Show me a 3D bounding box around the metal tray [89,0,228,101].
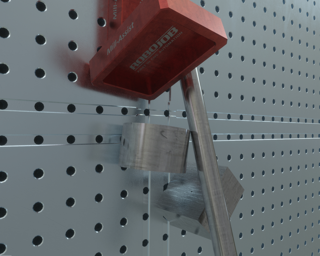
[{"bbox_3d":[-0.006,-0.081,0.335,0.091,0.130,0.030,12,57,-40],"label":"metal tray"}]

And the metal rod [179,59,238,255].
[{"bbox_3d":[0.058,0.055,0.365,0.025,0.025,0.299,1,73,-40],"label":"metal rod"}]

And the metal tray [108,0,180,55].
[{"bbox_3d":[-0.017,-0.148,0.390,0.091,0.030,0.129,2,89,-40],"label":"metal tray"}]

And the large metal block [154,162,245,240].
[{"bbox_3d":[0.053,0.095,0.418,0.050,0.080,0.080,52,60,-28],"label":"large metal block"}]

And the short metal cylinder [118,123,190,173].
[{"bbox_3d":[-0.007,0.024,0.368,0.081,0.080,0.050,10,84,-40],"label":"short metal cylinder"}]
